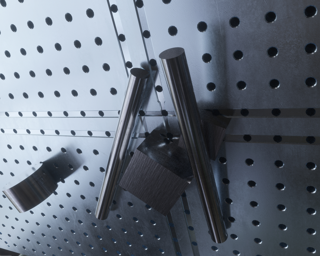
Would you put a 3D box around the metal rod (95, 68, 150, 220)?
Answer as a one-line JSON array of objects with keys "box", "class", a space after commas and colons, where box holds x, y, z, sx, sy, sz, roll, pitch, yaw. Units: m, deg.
[{"box": [-0.065, 0.044, 0.470, 0.025, 0.025, 0.298, 28, 128, 10], "class": "metal rod"}]

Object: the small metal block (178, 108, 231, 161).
[{"box": [0.055, 0.006, 0.385, 0.050, 0.025, 0.050, 22, 126, 14], "class": "small metal block"}]

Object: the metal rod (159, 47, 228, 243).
[{"box": [0.050, 0.045, 0.380, 0.025, 0.025, 0.298, 2, 129, 27], "class": "metal rod"}]

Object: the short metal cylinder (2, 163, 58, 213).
[{"box": [-0.235, 0.108, 0.563, 0.080, 0.080, 0.050, -20, 108, 35], "class": "short metal cylinder"}]

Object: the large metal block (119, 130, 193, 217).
[{"box": [-0.001, 0.063, 0.433, 0.080, 0.050, 0.079, 33, 129, 6], "class": "large metal block"}]
